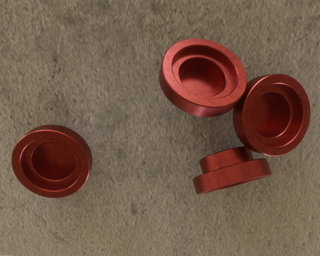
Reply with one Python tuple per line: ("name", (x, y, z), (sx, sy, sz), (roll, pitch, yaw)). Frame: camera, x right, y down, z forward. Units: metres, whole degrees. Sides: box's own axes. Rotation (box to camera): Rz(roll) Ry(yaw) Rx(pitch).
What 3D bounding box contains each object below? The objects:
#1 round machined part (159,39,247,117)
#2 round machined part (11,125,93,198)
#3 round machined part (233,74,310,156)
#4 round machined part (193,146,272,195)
("round machined part", (0.047, -0.054, 0.363), (0.099, 0.098, 0.042), (12, 149, -5))
("round machined part", (-0.139, 0.041, 0.414), (0.099, 0.042, 0.097), (0, 110, -1))
("round machined part", (0.132, -0.017, 0.384), (0.099, 0.042, 0.097), (-2, 96, -20))
("round machined part", (0.090, 0.054, 0.402), (0.098, 0.098, 0.042), (-16, 74, 5))
